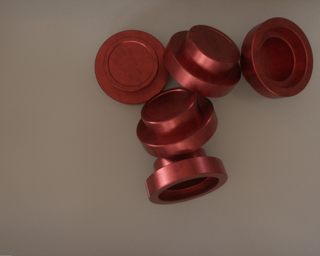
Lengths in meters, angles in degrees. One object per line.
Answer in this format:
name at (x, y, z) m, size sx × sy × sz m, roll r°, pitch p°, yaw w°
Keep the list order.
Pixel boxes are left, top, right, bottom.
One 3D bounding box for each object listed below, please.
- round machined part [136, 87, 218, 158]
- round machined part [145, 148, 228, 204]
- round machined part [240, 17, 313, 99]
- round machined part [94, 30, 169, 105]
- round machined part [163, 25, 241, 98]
round machined part at (0.016, -0.013, 0.372) m, size 0.098 × 0.098 × 0.042 m, roll -26°, pitch 124°, yaw -1°
round machined part at (0.029, 0.057, 0.382) m, size 0.099 × 0.098 × 0.042 m, roll -16°, pitch 62°, yaw 0°
round machined part at (0.142, -0.085, 0.394) m, size 0.099 × 0.042 × 0.097 m, roll 1°, pitch 87°, yaw -24°
round machined part at (-0.036, -0.079, 0.402) m, size 0.099 × 0.042 × 0.097 m, roll 0°, pitch 90°, yaw -1°
round machined part at (0.057, -0.087, 0.376) m, size 0.099 × 0.042 × 0.098 m, roll 14°, pitch 49°, yaw -17°
